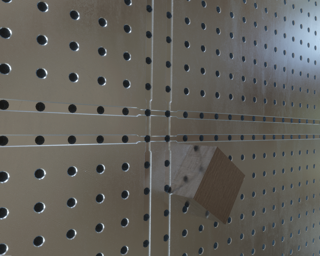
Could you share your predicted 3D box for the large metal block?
[{"bbox_3d":[0.069,0.081,0.450,0.080,0.050,0.080,43,64,-32],"label":"large metal block"}]
